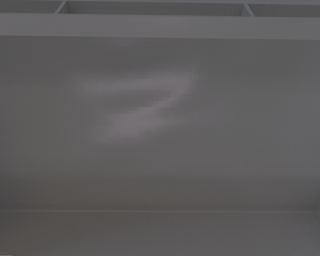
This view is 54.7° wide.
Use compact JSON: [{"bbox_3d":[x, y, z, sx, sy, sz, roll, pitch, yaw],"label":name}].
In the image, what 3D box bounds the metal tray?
[{"bbox_3d":[0.145,0.271,0.640,0.130,0.030,0.090,-16,129,13],"label":"metal tray"}]
